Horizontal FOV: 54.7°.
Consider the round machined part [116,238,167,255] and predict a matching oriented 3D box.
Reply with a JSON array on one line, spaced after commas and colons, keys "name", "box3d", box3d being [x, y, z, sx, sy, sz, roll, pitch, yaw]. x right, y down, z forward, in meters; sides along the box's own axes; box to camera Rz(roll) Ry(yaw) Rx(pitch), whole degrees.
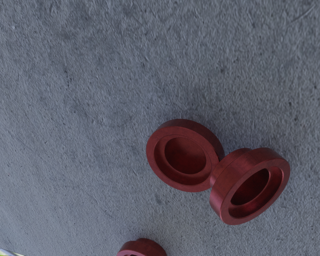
[{"name": "round machined part", "box3d": [-0.026, 0.238, 0.557, 0.098, 0.042, 0.097, 13, 124, 21]}]

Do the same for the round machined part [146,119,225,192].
[{"name": "round machined part", "box3d": [0.035, 0.031, 0.396, 0.098, 0.042, 0.097, 13, 124, 21]}]

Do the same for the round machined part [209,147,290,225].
[{"name": "round machined part", "box3d": [0.098, 0.062, 0.359, 0.042, 0.099, 0.097, 49, 143, 46]}]
